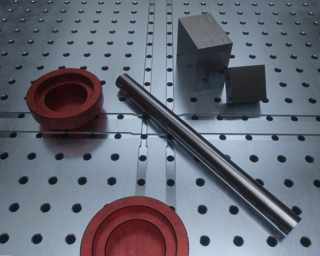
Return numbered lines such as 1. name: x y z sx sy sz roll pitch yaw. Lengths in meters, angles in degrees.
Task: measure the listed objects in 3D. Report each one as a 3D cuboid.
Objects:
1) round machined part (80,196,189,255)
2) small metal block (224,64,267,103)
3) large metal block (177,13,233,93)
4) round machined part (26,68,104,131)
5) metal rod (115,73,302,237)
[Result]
1. round machined part: -0.023 0.119 0.296 0.099 0.042 0.098 0 50 0
2. small metal block: 0.122 -0.062 0.443 0.050 0.050 0.025 -6 6 -5
3. large metal block: 0.063 -0.113 0.467 0.050 0.080 0.080 -13 51 -11
4. round machined part: -0.126 -0.035 0.425 0.099 0.042 0.098 0 50 0
5. metal rod: 0.041 0.016 0.394 0.025 0.025 0.300 -33 58 -25
